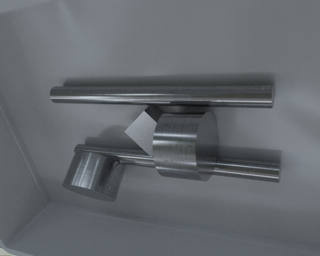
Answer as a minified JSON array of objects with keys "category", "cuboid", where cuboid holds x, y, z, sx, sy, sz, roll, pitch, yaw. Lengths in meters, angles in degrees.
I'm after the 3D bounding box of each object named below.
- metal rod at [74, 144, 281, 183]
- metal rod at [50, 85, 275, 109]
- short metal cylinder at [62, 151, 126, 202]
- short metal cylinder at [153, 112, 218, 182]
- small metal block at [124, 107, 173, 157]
[{"category":"metal rod","cuboid":[0.006,0.045,0.429,0.301,0.025,0.025,3,120,26]},{"category":"metal rod","cuboid":[-0.017,-0.041,0.388,0.301,0.025,0.025,3,120,26]},{"category":"short metal cylinder","cuboid":[-0.098,0.074,0.463,0.080,0.050,0.080,13,157,6]},{"category":"short metal cylinder","cuboid":[0.033,0.020,0.366,0.050,0.080,0.079,2,119,27]},{"category":"small metal block","cuboid":[-0.011,0.003,0.413,0.050,0.025,0.050,44,129,-3]}]
